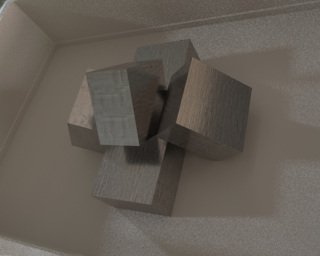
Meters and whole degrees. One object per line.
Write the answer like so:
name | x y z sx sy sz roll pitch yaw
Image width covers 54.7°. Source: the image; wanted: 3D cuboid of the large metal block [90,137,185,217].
large metal block | -0.024 0.054 0.368 0.080 0.050 0.080 1 62 28

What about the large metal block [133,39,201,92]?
large metal block | 0.006 -0.069 0.424 0.080 0.050 0.080 -1 61 27

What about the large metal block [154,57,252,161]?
large metal block | 0.049 -0.018 0.345 0.050 0.080 0.080 -33 38 60

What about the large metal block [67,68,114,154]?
large metal block | -0.083 -0.019 0.415 0.050 0.080 0.080 15 65 -5

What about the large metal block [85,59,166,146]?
large metal block | -0.032 -0.032 0.354 0.050 0.079 0.080 0 18 27
